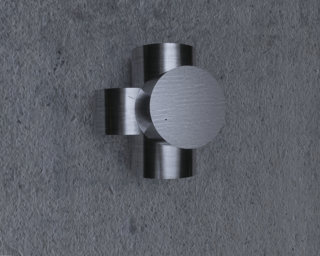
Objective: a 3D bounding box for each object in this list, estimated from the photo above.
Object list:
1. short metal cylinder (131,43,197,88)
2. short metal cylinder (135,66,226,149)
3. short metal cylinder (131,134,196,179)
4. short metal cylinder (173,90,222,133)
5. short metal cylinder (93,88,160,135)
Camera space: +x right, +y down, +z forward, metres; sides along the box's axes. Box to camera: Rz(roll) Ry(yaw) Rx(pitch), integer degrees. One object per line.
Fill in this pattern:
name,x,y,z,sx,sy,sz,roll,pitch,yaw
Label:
short metal cylinder,0.005,-0.070,0.384,0.081,0.080,0.050,-2,91,-20
short metal cylinder,0.020,-0.020,0.320,0.081,0.050,0.079,0,90,-21
short metal cylinder,0.005,0.031,0.384,0.081,0.080,0.050,0,90,-20
short metal cylinder,0.039,-0.019,0.396,0.081,0.080,0.050,0,91,-20
short metal cylinder,-0.038,-0.018,0.368,0.081,0.080,0.050,-1,91,-20
